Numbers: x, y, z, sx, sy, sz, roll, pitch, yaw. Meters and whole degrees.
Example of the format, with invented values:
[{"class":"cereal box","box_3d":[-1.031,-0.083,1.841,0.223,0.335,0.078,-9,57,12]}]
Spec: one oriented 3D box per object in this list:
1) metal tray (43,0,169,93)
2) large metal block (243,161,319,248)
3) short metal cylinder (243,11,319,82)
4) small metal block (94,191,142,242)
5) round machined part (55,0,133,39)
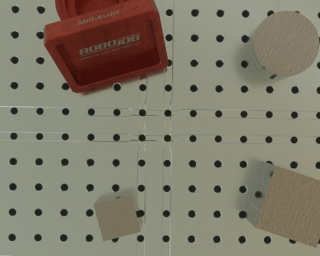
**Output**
[{"class":"metal tray","box_3d":[-0.061,-0.098,0.379,0.131,0.090,0.030,-16,55,-1]},{"class":"large metal block","box_3d":[0.166,0.096,0.403,0.080,0.050,0.080,19,90,-1]},{"class":"short metal cylinder","box_3d":[0.155,-0.104,0.403,0.081,0.050,0.079,0,90,-1]},{"class":"small metal block","box_3d":[-0.055,0.116,0.413,0.050,0.025,0.050,-14,90,-1]},{"class":"round machined part","box_3d":[-0.081,-0.159,0.404,0.099,0.042,0.097,0,90,0]}]
